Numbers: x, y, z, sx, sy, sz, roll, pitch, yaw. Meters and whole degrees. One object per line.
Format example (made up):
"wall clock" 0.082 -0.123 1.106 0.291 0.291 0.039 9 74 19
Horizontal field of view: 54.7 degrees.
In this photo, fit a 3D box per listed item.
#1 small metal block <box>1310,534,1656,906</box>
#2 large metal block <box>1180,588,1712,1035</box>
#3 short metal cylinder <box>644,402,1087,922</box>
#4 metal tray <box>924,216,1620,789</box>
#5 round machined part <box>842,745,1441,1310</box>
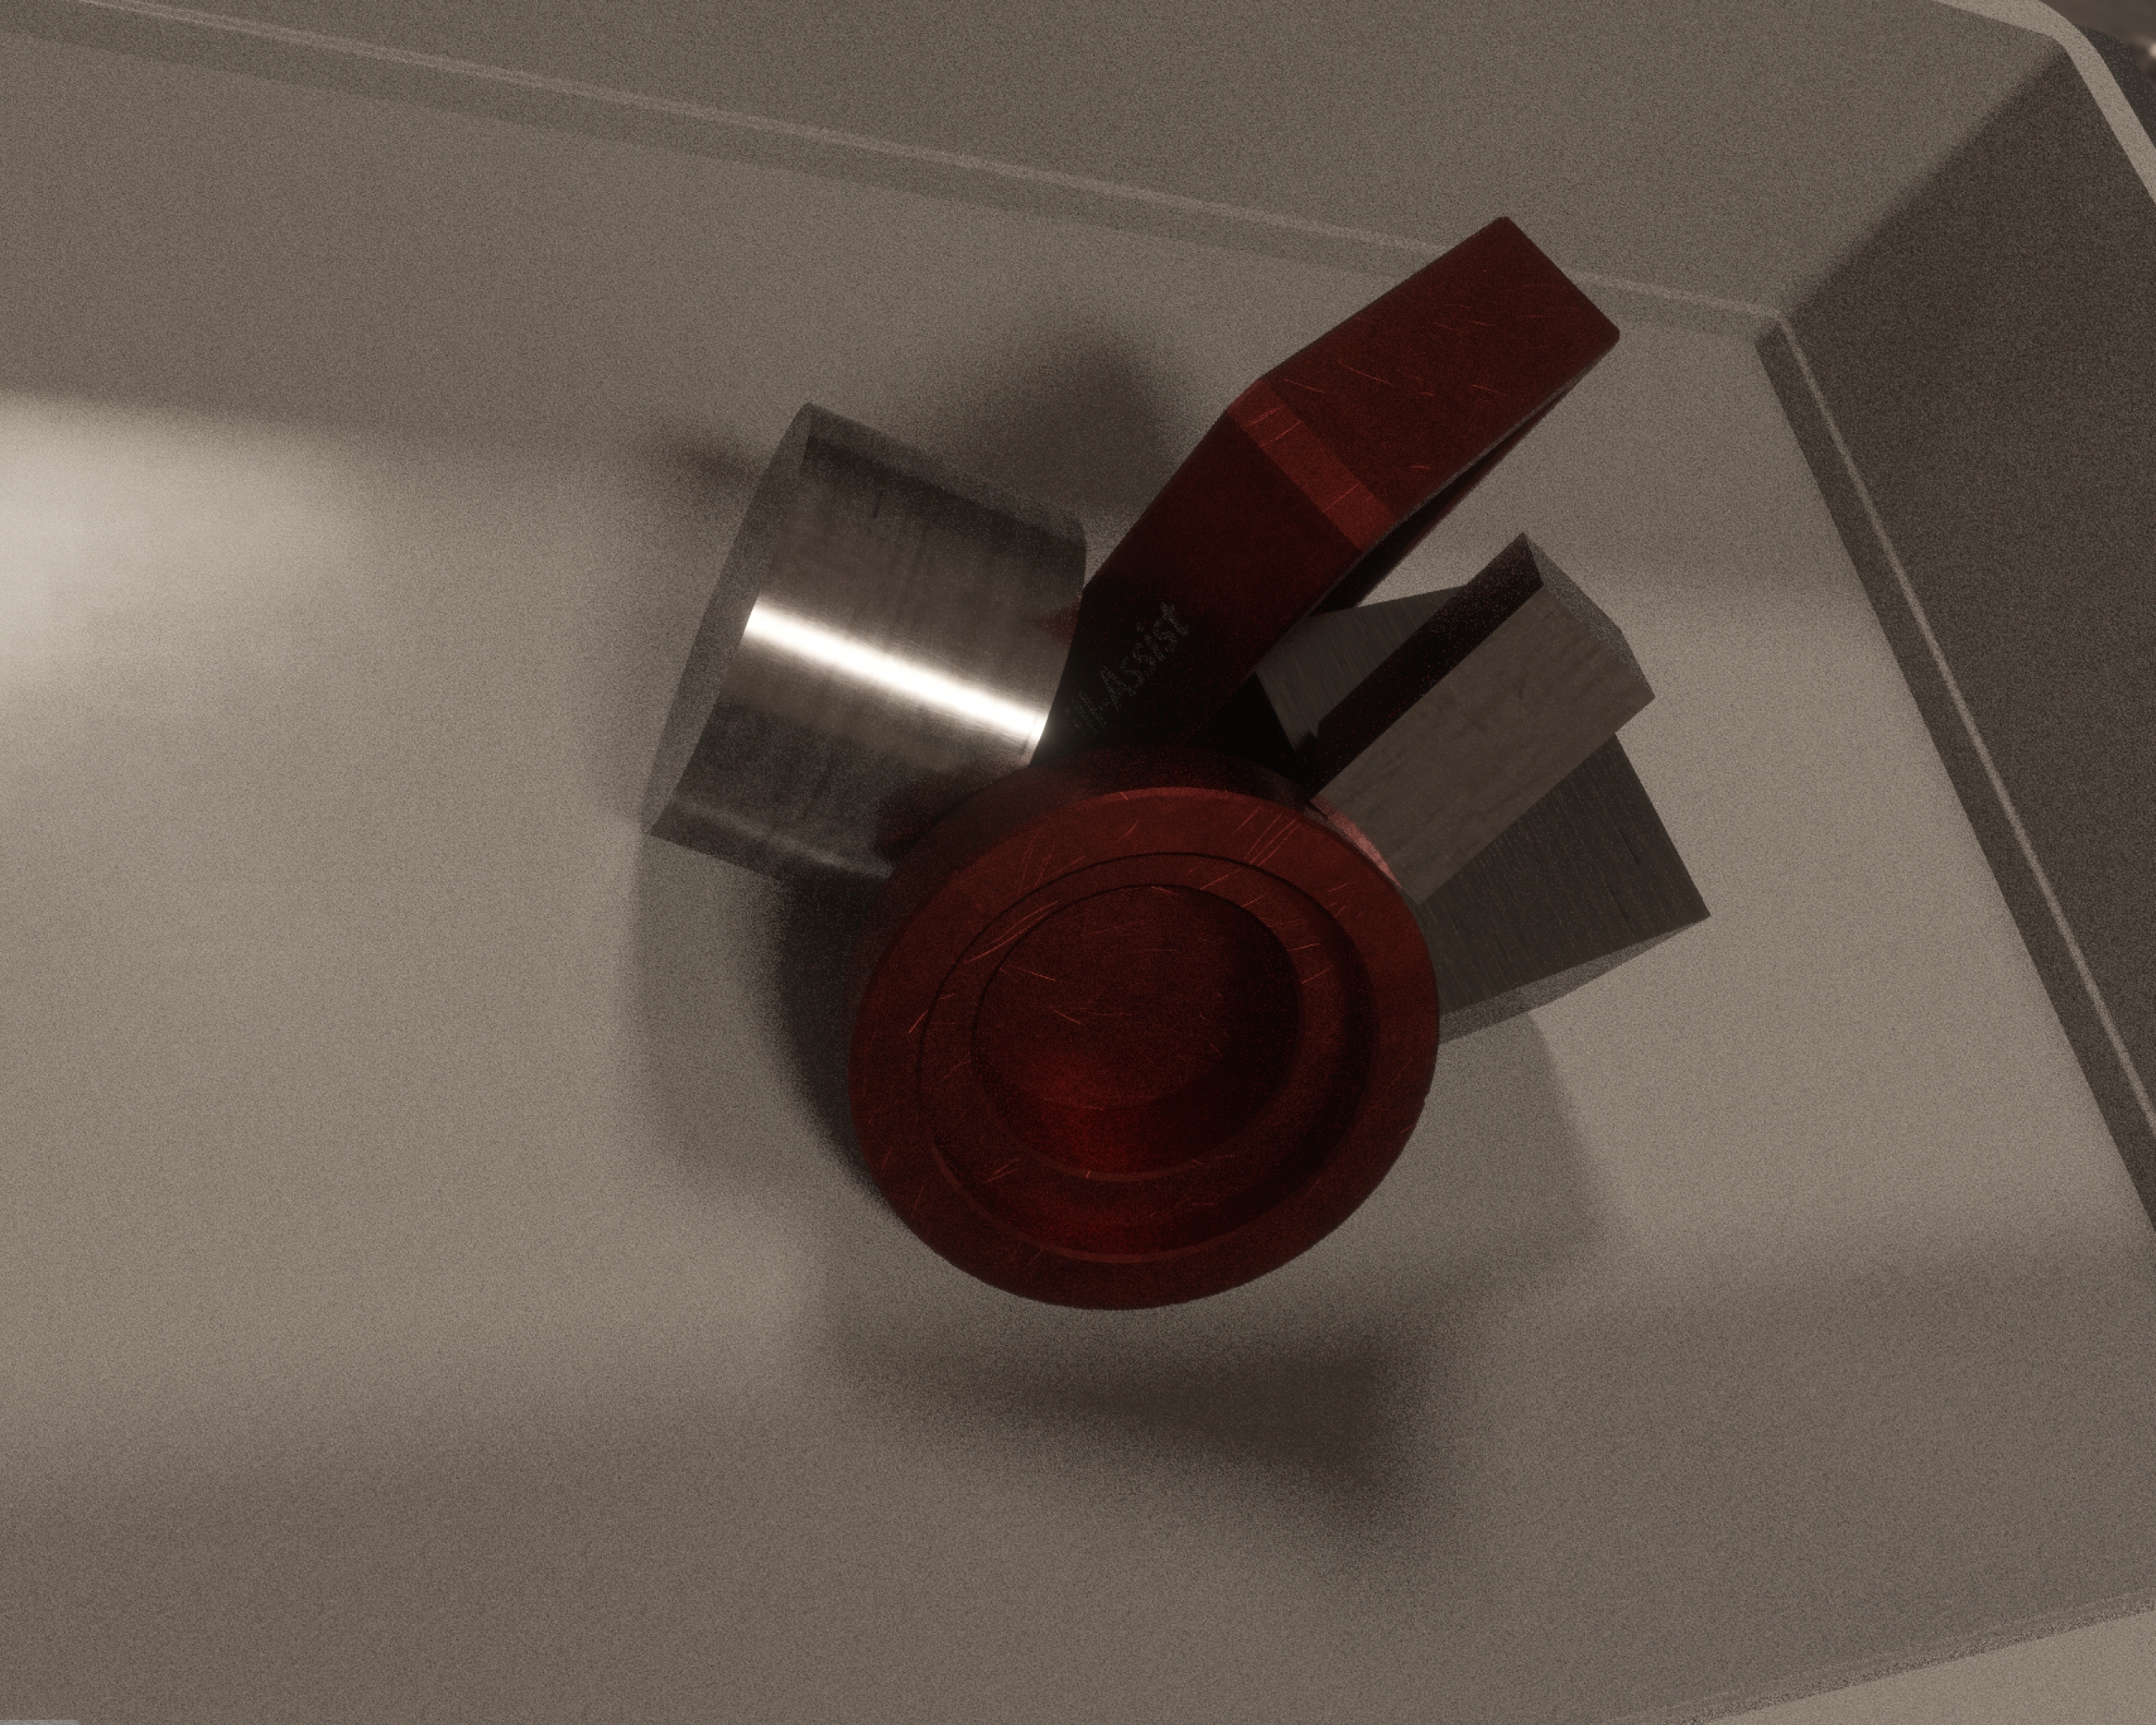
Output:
"small metal block" 0.067 -0.026 0.354 0.025 0.050 0.050 44 19 -7
"large metal block" 0.066 -0.006 0.419 0.081 0.050 0.080 -15 74 -34
"short metal cylinder" -0.039 -0.034 0.369 0.050 0.080 0.080 21 54 -17
"metal tray" 0.032 -0.053 0.387 0.030 0.129 0.091 47 51 3
"round machined part" 0.009 0.025 0.360 0.099 0.097 0.042 19 19 -18
